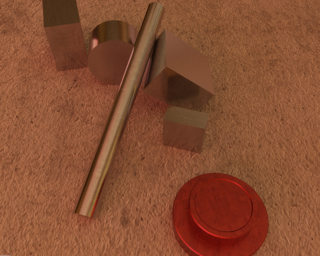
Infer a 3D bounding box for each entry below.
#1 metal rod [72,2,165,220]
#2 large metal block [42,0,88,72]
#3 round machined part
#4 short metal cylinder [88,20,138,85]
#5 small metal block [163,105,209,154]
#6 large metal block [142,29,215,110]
[{"bbox_3d":[-0.042,-0.039,0.385,0.025,0.025,0.300,12,66,9],"label":"metal rod"},{"bbox_3d":[-0.148,-0.149,0.491,0.050,0.080,0.080,-12,51,-10],"label":"large metal block"},{"bbox_3d":[0.062,0.087,0.320,0.099,0.042,0.098,0,50,0],"label":"round machined part"},{"bbox_3d":[-0.065,-0.111,0.460,0.081,0.080,0.050,-4,50,-4],"label":"short metal cylinder"},{"bbox_3d":[0.031,0.002,0.385,0.050,0.050,0.025,13,51,10],"label":"small metal block"},{"bbox_3d":[0.024,-0.076,0.426,0.080,0.050,0.080,25,43,-28],"label":"large metal block"}]
